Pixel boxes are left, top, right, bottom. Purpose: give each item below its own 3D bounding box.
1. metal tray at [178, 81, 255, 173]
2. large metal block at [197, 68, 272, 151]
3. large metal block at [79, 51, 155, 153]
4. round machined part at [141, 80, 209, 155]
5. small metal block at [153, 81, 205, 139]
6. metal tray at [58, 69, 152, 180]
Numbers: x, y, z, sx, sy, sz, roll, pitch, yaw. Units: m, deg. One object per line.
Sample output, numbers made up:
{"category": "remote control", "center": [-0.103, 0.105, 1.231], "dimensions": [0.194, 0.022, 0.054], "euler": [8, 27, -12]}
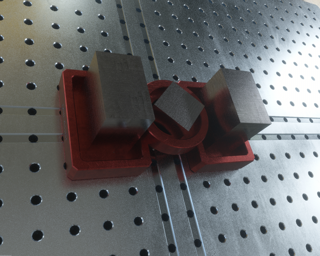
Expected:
{"category": "metal tray", "center": [0.073, -0.005, 0.445], "dimensions": [0.091, 0.030, 0.130], "euler": [0, 62, -28]}
{"category": "large metal block", "center": [0.091, -0.022, 0.418], "dimensions": [0.050, 0.080, 0.080], "euler": [1, 61, -28]}
{"category": "large metal block", "center": [-0.052, -0.025, 0.343], "dimensions": [0.050, 0.080, 0.080], "euler": [1, 62, -28]}
{"category": "round machined part", "center": [0.009, -0.010, 0.397], "dimensions": [0.099, 0.042, 0.098], "euler": [14, 56, -21]}
{"category": "small metal block", "center": [0.019, -0.022, 0.379], "dimensions": [0.050, 0.025, 0.050], "euler": [38, 51, -3]}
{"category": "metal tray", "center": [-0.068, -0.007, 0.371], "dimensions": [0.091, 0.030, 0.130], "euler": [1, 61, -28]}
